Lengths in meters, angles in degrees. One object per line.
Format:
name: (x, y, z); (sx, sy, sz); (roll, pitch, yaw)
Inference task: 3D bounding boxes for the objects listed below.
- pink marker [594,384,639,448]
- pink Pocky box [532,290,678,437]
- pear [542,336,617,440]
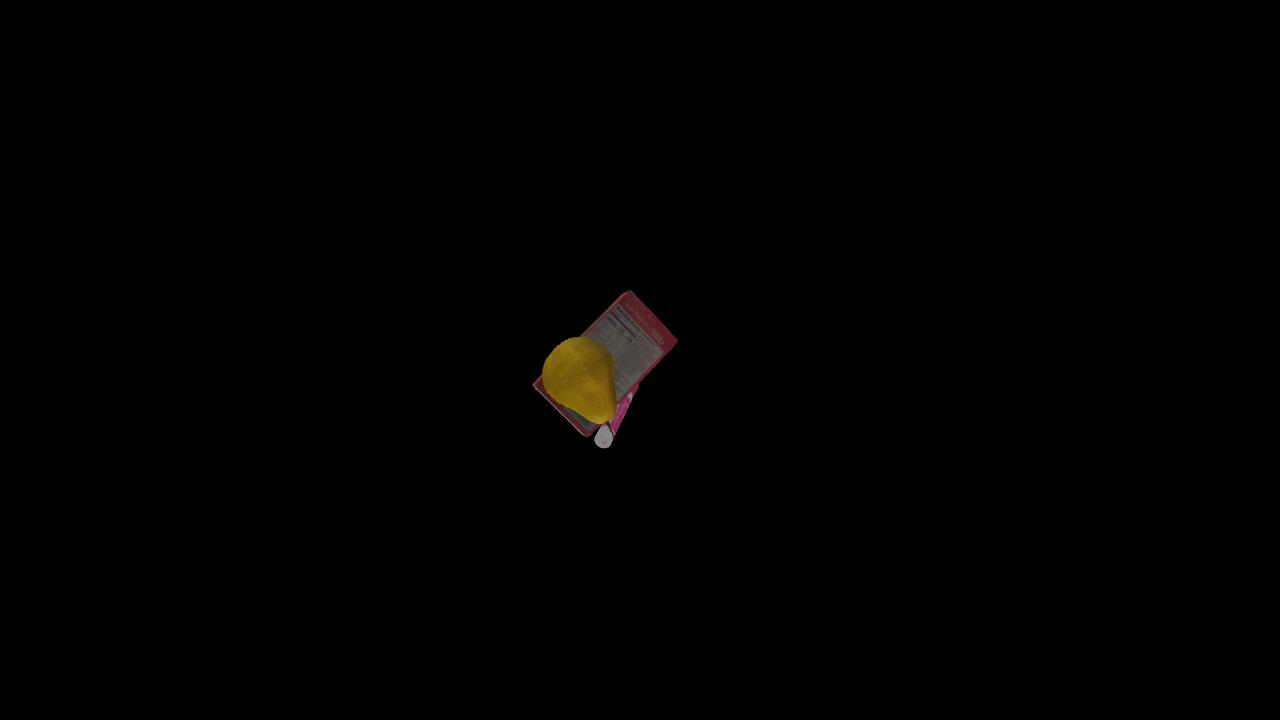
pink marker: (-0.024, 0.056, 0.691); (0.020, 0.020, 0.121); (0, 29, 17)
pink Pocky box: (-0.038, 0.003, 0.695); (0.084, 0.155, 0.029); (46, -13, -11)
pear: (-0.052, 0.030, 0.651); (0.080, 0.111, 0.080); (-35, -19, -14)
